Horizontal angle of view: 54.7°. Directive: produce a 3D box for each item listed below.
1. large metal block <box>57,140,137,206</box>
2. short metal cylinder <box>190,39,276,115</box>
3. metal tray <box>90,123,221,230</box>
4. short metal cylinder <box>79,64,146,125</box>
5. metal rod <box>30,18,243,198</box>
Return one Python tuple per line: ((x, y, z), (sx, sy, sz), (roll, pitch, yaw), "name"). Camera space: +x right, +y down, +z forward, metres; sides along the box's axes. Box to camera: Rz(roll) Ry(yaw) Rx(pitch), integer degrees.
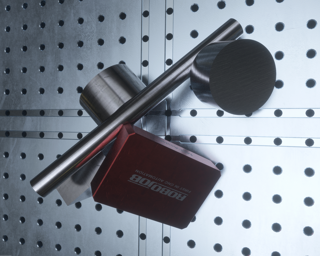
((-0.085, 0.051, 0.412), (0.080, 0.080, 0.050), (-41, 77, 15), "large metal block")
((0.081, -0.058, 0.349), (0.081, 0.050, 0.079), (-4, 104, -17), "short metal cylinder")
((-0.003, 0.061, 0.368), (0.131, 0.030, 0.090), (26, 101, -25), "metal tray")
((-0.055, -0.036, 0.402), (0.080, 0.080, 0.050), (-45, 76, 14), "short metal cylinder")
((-0.021, -0.028, 0.362), (0.301, 0.025, 0.025), (-40, 77, -7), "metal rod")
